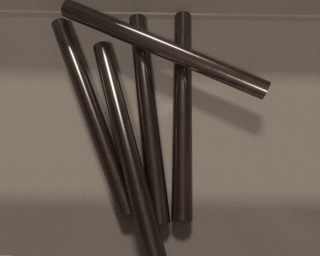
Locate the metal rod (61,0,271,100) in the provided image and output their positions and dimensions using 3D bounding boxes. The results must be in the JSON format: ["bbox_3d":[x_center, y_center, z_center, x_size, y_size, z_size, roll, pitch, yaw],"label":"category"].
[{"bbox_3d":[0.002,-0.110,0.422,0.301,0.025,0.025,24,72,8],"label":"metal rod"}]

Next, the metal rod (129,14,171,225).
[{"bbox_3d":[-0.017,-0.025,0.418,0.025,0.025,0.299,-6,70,-3],"label":"metal rod"}]

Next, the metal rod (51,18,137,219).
[{"bbox_3d":[-0.093,-0.026,0.417,0.025,0.025,0.299,-21,72,-8],"label":"metal rod"}]

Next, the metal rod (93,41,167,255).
[{"bbox_3d":[-0.044,0.013,0.391,0.025,0.025,0.299,-15,66,-6],"label":"metal rod"}]

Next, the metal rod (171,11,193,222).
[{"bbox_3d":[0.031,-0.029,0.420,0.025,0.025,0.299,2,70,0],"label":"metal rod"}]
